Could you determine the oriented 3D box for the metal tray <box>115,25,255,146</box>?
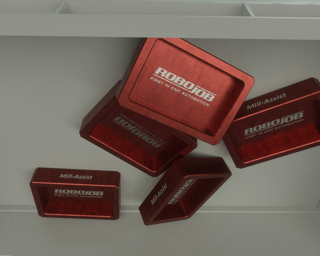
[{"bbox_3d":[0.028,-0.045,0.346,0.131,0.030,0.090,23,104,-19],"label":"metal tray"}]

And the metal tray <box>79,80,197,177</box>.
[{"bbox_3d":[-0.026,0.006,0.410,0.130,0.030,0.090,34,122,-26],"label":"metal tray"}]

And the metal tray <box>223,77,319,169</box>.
[{"bbox_3d":[0.149,-0.002,0.405,0.130,0.030,0.090,-20,128,16],"label":"metal tray"}]

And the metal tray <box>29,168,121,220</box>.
[{"bbox_3d":[-0.130,0.107,0.495,0.131,0.030,0.089,3,130,-3],"label":"metal tray"}]

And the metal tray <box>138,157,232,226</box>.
[{"bbox_3d":[0.035,0.096,0.465,0.091,0.030,0.129,3,135,-35],"label":"metal tray"}]
